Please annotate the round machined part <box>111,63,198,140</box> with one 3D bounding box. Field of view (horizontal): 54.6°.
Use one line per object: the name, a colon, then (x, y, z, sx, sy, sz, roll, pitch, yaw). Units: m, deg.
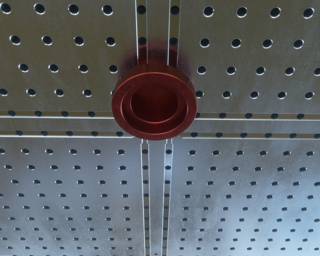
round machined part: (-0.006, -0.035, 0.371, 0.099, 0.042, 0.097, 0, 130, 0)
